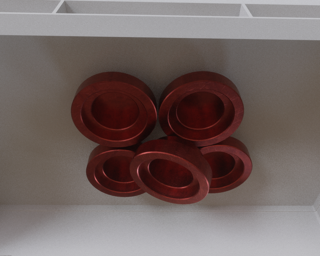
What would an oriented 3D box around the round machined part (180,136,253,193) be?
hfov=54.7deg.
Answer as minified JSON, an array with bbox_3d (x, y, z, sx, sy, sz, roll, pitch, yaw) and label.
[{"bbox_3d":[0.076,0.045,0.435,0.099,0.042,0.097,-1,130,0],"label":"round machined part"}]

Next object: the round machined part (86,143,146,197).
[{"bbox_3d":[-0.052,0.051,0.439,0.099,0.042,0.097,-1,130,0],"label":"round machined part"}]

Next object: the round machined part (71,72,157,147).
[{"bbox_3d":[-0.053,-0.026,0.373,0.099,0.042,0.097,-1,130,0],"label":"round machined part"}]

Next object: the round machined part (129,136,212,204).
[{"bbox_3d":[0.016,0.048,0.381,0.098,0.042,0.097,13,137,13],"label":"round machined part"}]

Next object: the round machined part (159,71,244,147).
[{"bbox_3d":[0.047,-0.026,0.374,0.099,0.042,0.097,-1,130,0],"label":"round machined part"}]
